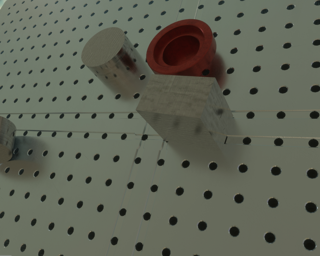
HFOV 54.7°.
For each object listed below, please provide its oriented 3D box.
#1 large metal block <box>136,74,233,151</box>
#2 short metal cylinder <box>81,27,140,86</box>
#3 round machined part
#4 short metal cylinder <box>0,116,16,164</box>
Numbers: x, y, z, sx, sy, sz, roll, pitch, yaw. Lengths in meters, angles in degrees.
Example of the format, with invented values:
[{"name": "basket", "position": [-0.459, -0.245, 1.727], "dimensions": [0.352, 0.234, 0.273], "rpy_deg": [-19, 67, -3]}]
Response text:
[{"name": "large metal block", "position": [0.032, -0.018, 0.367], "dimensions": [0.080, 0.080, 0.050], "rpy_deg": [9, 67, 32]}, {"name": "short metal cylinder", "position": [-0.080, -0.117, 0.506], "dimensions": [0.080, 0.050, 0.080], "rpy_deg": [-13, 56, 21]}, {"name": "round machined part", "position": [0.033, -0.105, 0.444], "dimensions": [0.098, 0.042, 0.098], "rpy_deg": [-13, 56, 21]}, {"name": "short metal cylinder", "position": [-0.284, 0.020, 0.510], "dimensions": [0.080, 0.080, 0.050], "rpy_deg": [-20, 54, 16]}]
